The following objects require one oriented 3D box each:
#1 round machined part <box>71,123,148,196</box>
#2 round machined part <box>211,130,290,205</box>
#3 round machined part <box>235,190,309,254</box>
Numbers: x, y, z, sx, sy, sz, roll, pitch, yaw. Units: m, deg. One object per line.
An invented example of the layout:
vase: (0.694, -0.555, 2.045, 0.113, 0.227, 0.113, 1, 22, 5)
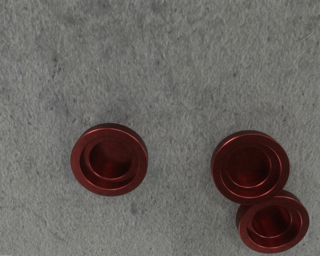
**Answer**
round machined part: (-0.065, 0.039, 0.414, 0.099, 0.042, 0.097, 0, 110, -1)
round machined part: (0.118, 0.050, 0.416, 0.099, 0.042, 0.097, 1, 104, 4)
round machined part: (0.159, 0.130, 0.451, 0.099, 0.042, 0.097, 0, 110, -1)
